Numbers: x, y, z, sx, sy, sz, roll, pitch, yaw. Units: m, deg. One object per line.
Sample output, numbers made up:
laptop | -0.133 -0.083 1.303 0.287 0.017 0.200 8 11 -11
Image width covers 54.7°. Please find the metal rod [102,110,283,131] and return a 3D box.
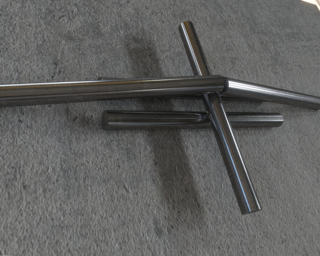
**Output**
metal rod | 0.065 -0.011 0.449 0.303 0.025 0.025 -1 62 -29

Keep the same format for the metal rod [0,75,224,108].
metal rod | -0.060 -0.046 0.370 0.303 0.025 0.025 -6 65 -21

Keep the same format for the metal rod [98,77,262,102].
metal rod | 0.054 -0.055 0.469 0.303 0.025 0.025 -1 62 -29

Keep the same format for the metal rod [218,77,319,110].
metal rod | 0.202 -0.053 0.517 0.302 0.025 0.025 2 60 -39

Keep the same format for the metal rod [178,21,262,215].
metal rod | 0.076 -0.030 0.435 0.025 0.025 0.299 0 62 -29
